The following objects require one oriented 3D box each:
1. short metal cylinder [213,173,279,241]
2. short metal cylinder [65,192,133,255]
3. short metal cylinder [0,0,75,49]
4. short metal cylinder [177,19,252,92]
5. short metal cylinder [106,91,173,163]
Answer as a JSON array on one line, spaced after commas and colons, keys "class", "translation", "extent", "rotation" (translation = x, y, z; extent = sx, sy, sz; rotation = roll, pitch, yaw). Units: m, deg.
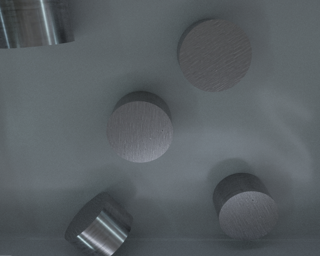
[{"class": "short metal cylinder", "translation": [0.120, 0.111, 0.441], "extent": [0.081, 0.050, 0.079], "rotation": [0, 110, -1]}, {"class": "short metal cylinder", "translation": [-0.084, 0.137, 0.431], "extent": [0.080, 0.080, 0.050], "rotation": [-38, 106, 13]}, {"class": "short metal cylinder", "translation": [-0.138, -0.117, 0.337], "extent": [0.081, 0.080, 0.050], "rotation": [-4, 110, 1]}, {"class": "short metal cylinder", "translation": [0.062, -0.087, 0.367], "extent": [0.081, 0.050, 0.079], "rotation": [0, 110, -1]}, {"class": "short metal cylinder", "translation": [-0.025, -0.003, 0.397], "extent": [0.081, 0.050, 0.079], "rotation": [0, 110, -1]}]
